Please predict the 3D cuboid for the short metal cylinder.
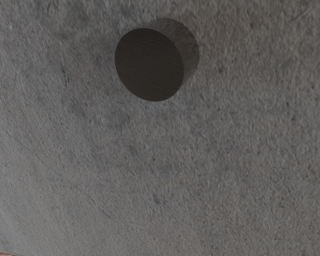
[{"bbox_3d":[-0.002,-0.076,0.344,0.080,0.050,0.079,13,124,20],"label":"short metal cylinder"}]
